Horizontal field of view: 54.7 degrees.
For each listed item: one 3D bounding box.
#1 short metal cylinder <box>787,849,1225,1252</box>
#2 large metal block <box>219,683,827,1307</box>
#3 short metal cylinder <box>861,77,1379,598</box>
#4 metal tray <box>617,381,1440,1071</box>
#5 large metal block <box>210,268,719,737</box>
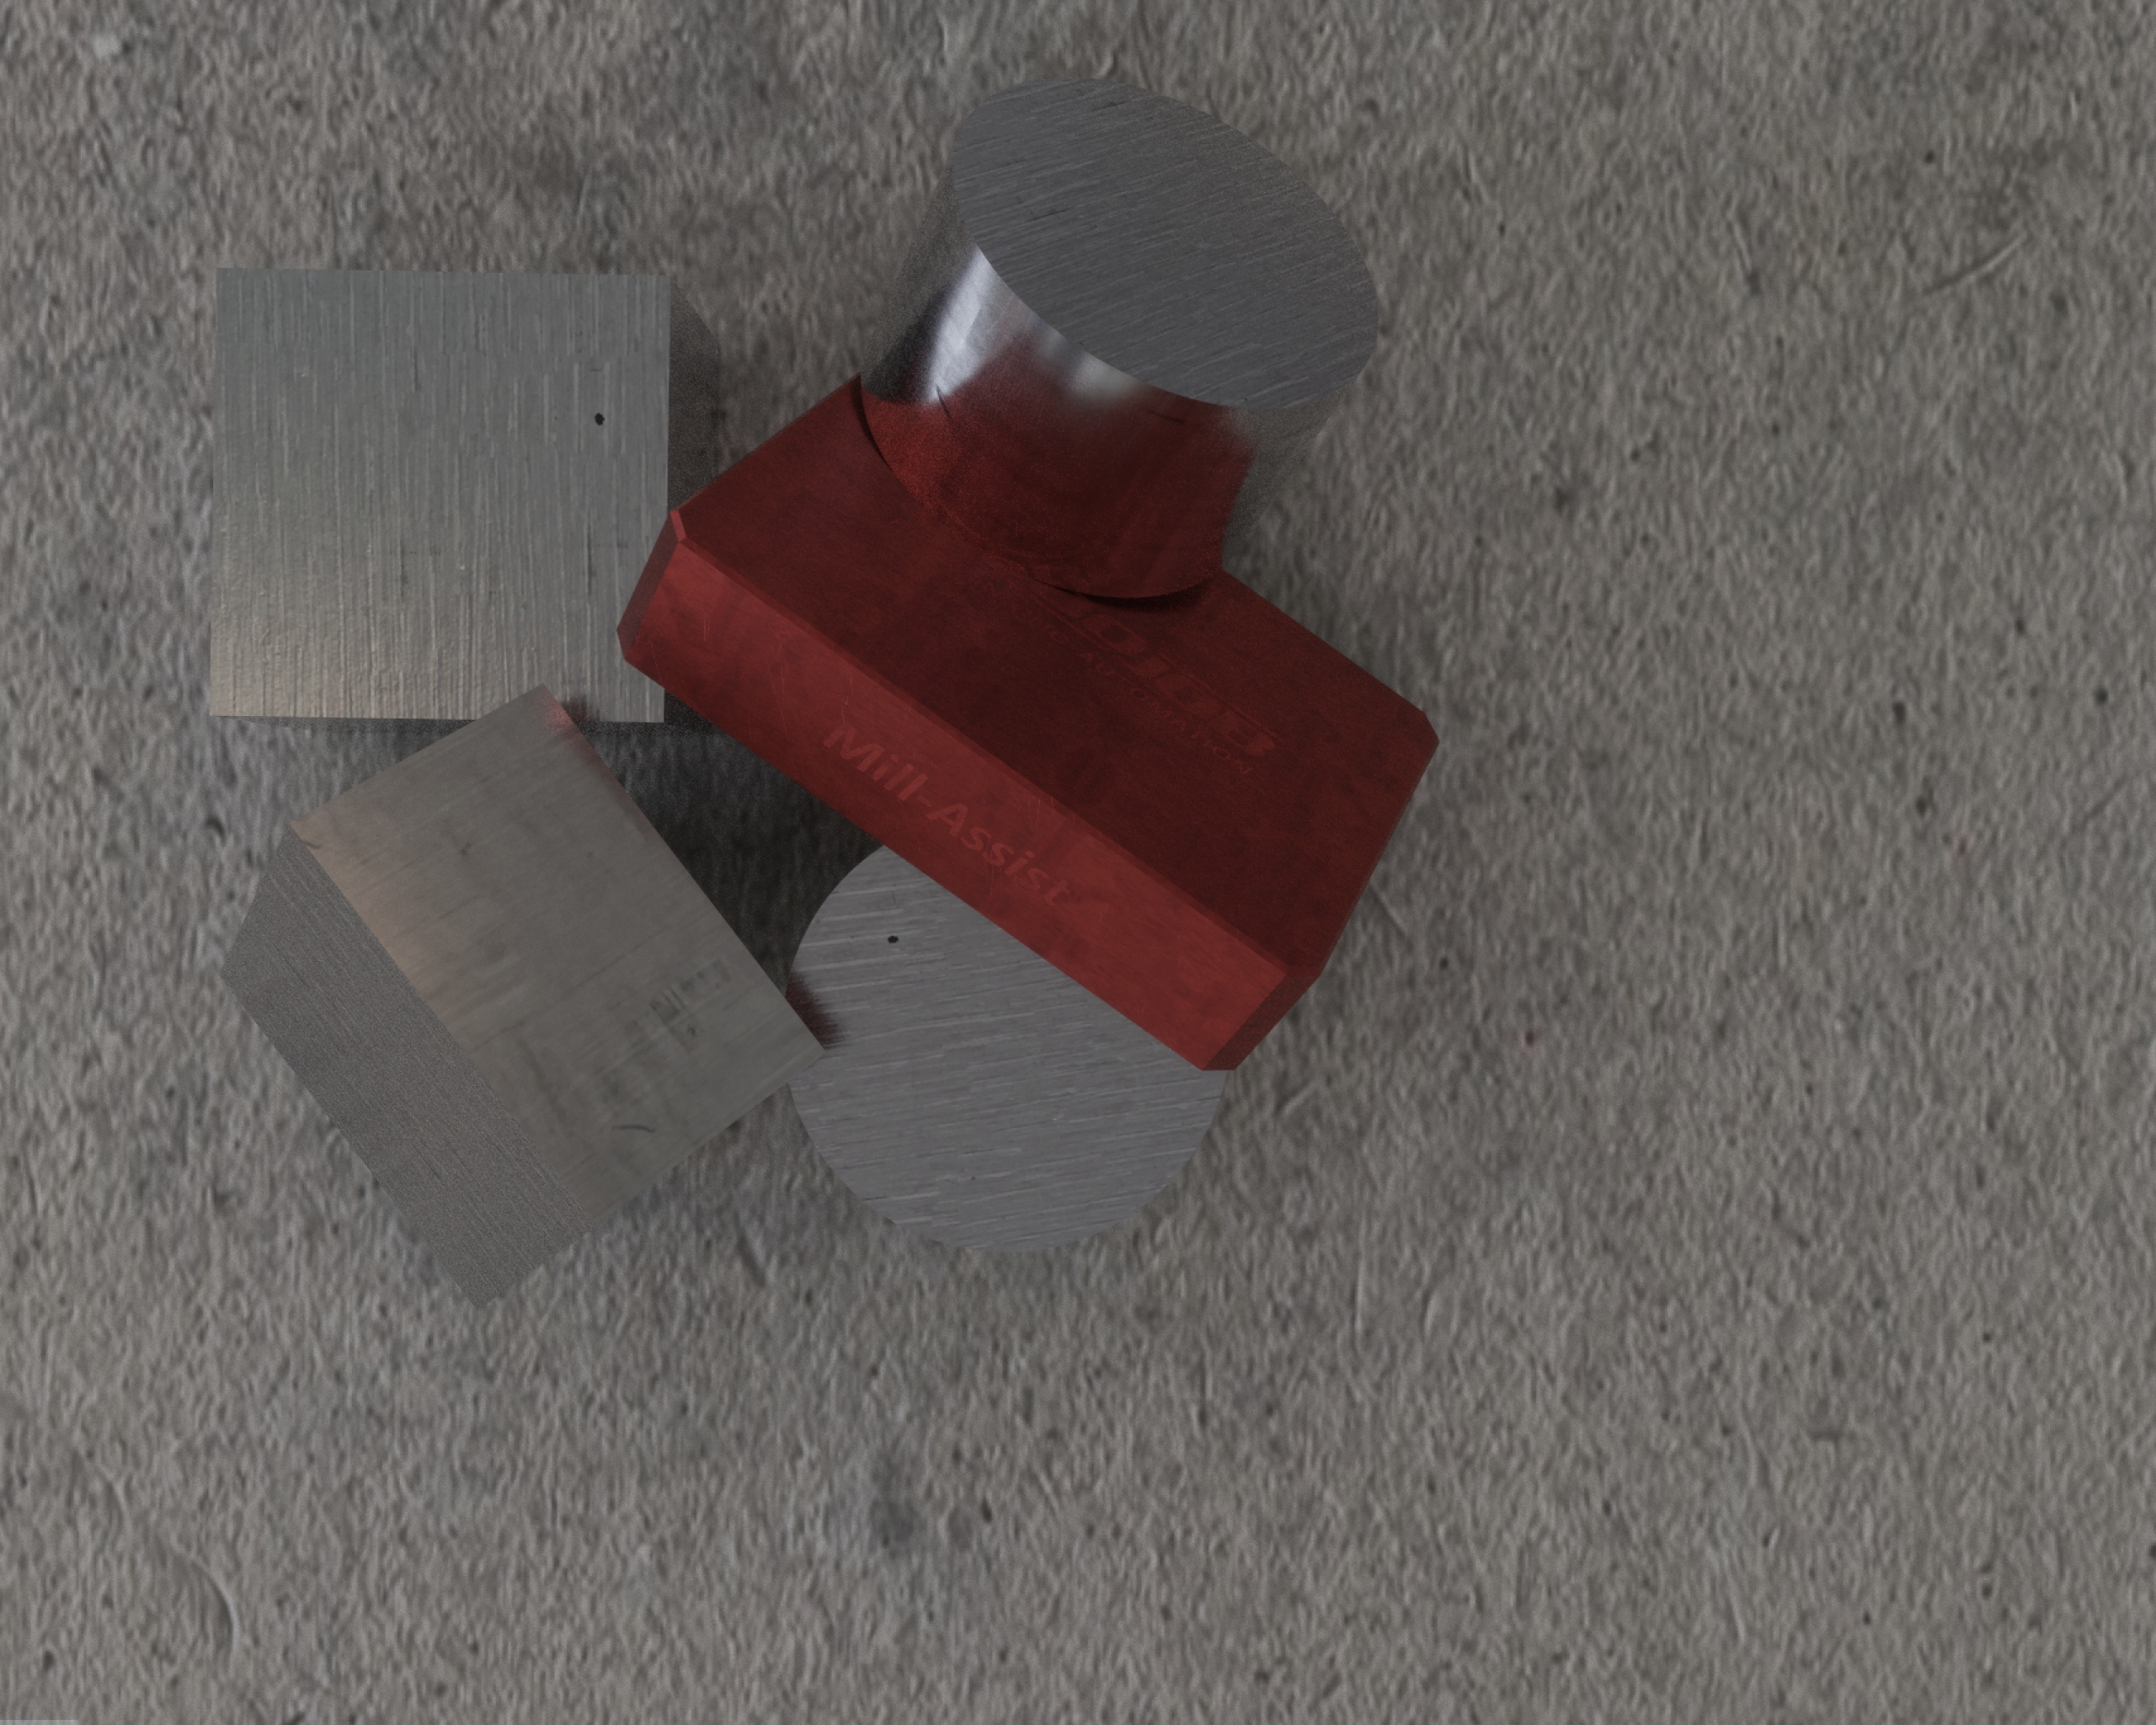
[{"bbox_3d":[-0.013,0.030,0.399,0.081,0.050,0.080,0,90,0],"label":"short metal cylinder"},{"bbox_3d":[-0.103,0.027,0.376,0.050,0.080,0.080,-38,91,-36],"label":"large metal block"},{"bbox_3d":[0.007,-0.095,0.379,0.081,0.050,0.080,14,53,-18],"label":"short metal cylinder"},{"bbox_3d":[-0.005,-0.032,0.380,0.130,0.090,0.030,36,130,0],"label":"metal tray"},{"bbox_3d":[-0.113,-0.065,0.396,0.081,0.050,0.080,1,90,0],"label":"large metal block"}]
